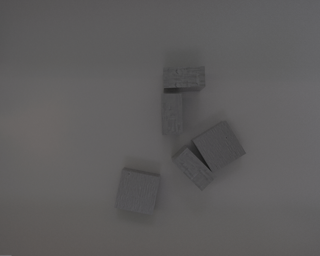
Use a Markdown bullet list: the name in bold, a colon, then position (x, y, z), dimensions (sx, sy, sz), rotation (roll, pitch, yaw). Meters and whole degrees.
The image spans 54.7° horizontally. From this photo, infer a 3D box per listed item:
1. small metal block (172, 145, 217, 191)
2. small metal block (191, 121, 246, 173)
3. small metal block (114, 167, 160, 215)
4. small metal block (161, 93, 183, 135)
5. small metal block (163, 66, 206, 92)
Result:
- **small metal block**: position (0.042, 0.050, 0.399), dimensions (0.025, 0.050, 0.050), rotation (-45, 90, 0)
- **small metal block**: position (0.077, 0.024, 0.412), dimensions (0.050, 0.025, 0.050), rotation (-31, 90, 0)
- **small metal block**: position (-0.029, 0.083, 0.411), dimensions (0.050, 0.025, 0.050), rotation (11, 90, 0)
- **small metal block**: position (0.015, -0.017, 0.399), dimensions (0.025, 0.050, 0.050), rotation (-1, 90, 0)
- **small metal block**: position (0.029, -0.062, 0.399), dimensions (0.050, 0.050, 0.025), rotation (-2, 90, 0)
